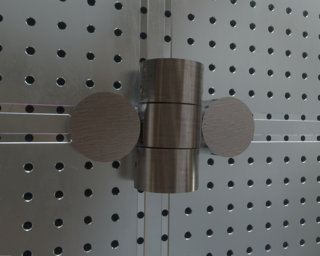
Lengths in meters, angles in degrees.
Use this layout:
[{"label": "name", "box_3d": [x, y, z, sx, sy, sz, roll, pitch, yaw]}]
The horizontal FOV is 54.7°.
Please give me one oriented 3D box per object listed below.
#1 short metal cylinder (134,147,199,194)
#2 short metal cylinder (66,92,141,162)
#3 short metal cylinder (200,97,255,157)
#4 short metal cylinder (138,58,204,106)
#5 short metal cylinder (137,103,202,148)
[{"label": "short metal cylinder", "box_3d": [0.008, 0.049, 0.387, 0.081, 0.080, 0.050, 1, 90, -20]}, {"label": "short metal cylinder", "box_3d": [-0.069, -0.001, 0.374, 0.081, 0.050, 0.079, 0, 90, -21]}, {"label": "short metal cylinder", "box_3d": [0.082, -0.001, 0.430, 0.081, 0.050, 0.079, 0, 90, -21]}, {"label": "short metal cylinder", "box_3d": [0.014, -0.054, 0.389, 0.081, 0.080, 0.050, 3, 89, -20]}, {"label": "short metal cylinder", "box_3d": [0.012, -0.002, 0.388, 0.081, 0.080, 0.050, 2, 90, -20]}]
